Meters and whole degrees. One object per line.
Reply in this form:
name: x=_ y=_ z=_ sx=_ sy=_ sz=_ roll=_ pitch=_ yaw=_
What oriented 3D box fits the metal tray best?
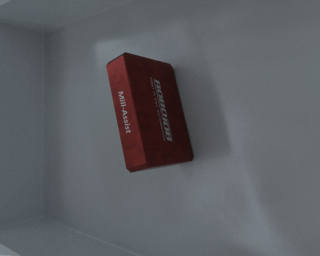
metal tray: x=-0.010 y=-0.018 z=0.370 sx=0.030 sy=0.091 sz=0.129 roll=-20 pitch=78 yaw=37
